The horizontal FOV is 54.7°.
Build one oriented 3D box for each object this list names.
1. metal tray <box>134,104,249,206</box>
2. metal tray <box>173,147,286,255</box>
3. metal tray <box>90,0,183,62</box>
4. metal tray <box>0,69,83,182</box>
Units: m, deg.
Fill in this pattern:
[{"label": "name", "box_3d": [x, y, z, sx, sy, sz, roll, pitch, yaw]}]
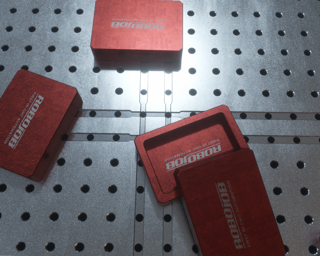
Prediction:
[{"label": "metal tray", "box_3d": [0.043, 0.034, 0.397, 0.131, 0.030, 0.090, -20, 71, -8]}, {"label": "metal tray", "box_3d": [0.078, 0.096, 0.354, 0.091, 0.030, 0.129, -18, 89, -8]}, {"label": "metal tray", "box_3d": [-0.032, -0.146, 0.462, 0.131, 0.030, 0.090, 1, 70, 0]}, {"label": "metal tray", "box_3d": [-0.173, -0.006, 0.409, 0.090, 0.030, 0.130, 20, 71, 7]}]
